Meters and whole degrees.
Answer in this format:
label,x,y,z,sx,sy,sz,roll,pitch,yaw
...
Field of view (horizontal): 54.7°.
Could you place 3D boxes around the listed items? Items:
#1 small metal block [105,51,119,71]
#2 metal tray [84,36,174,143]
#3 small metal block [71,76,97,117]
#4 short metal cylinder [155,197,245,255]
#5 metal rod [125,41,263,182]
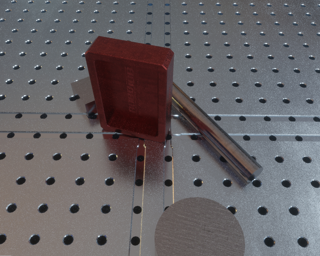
label,x,y,z,sx,sy,sz,roll,pitch,yaw
small metal block,-0.070,-0.092,0.484,0.050,0.025,0.050,37,59,26
metal tray,-0.033,-0.041,0.373,0.090,0.129,0.030,12,51,10
small metal block,-0.094,-0.050,0.449,0.050,0.025,0.050,-26,55,-21
short metal cylinder,0.035,0.114,0.296,0.081,0.050,0.080,0,50,0
metal rod,0.028,-0.041,0.441,0.025,0.025,0.300,-27,55,-21
